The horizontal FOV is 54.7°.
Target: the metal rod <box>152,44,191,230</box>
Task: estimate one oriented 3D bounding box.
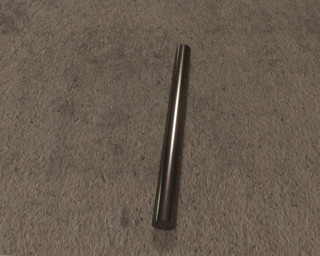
[{"bbox_3d":[0.021,-0.013,0.414,0.025,0.025,0.300,5,50,4],"label":"metal rod"}]
